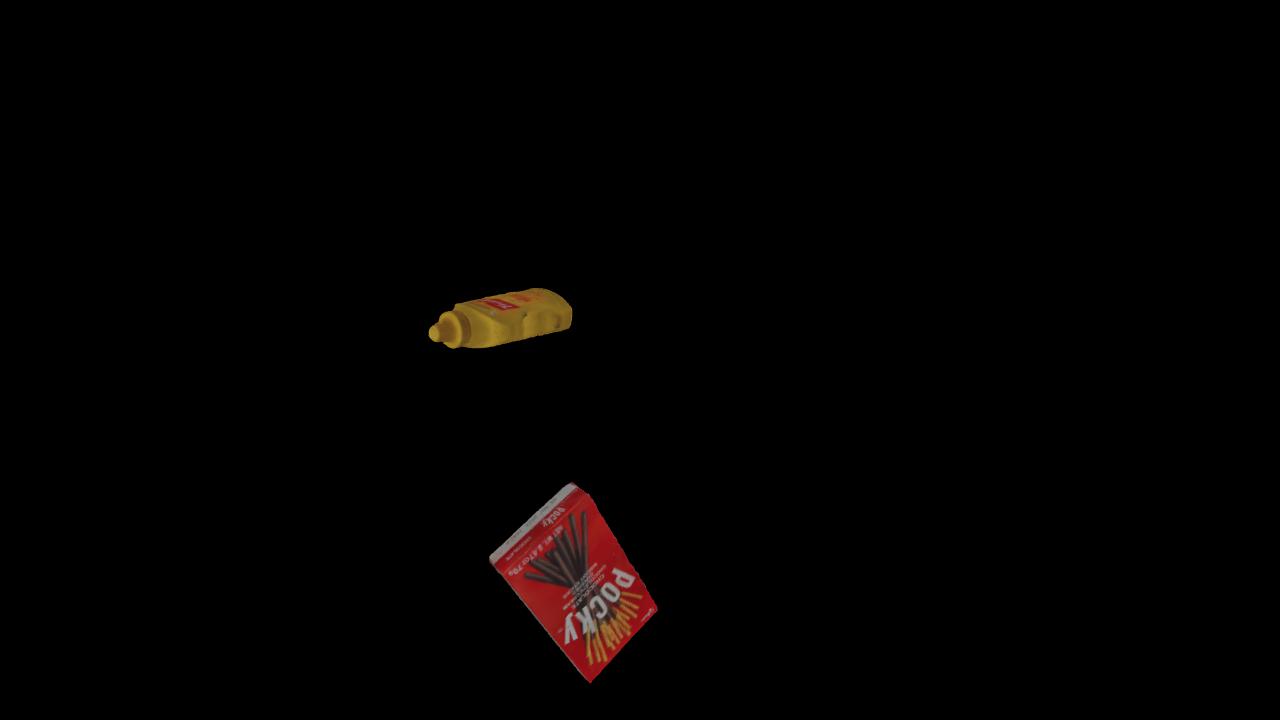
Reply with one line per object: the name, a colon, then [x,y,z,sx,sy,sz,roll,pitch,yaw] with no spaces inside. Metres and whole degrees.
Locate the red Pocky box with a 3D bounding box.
red Pocky box: [-0.045,0.175,0.478,0.083,0.155,0.028,-42,36,-25]

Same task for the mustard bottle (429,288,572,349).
mustard bottle: [-0.173,-0.047,0.741,0.092,0.054,0.184,27,27,28]
